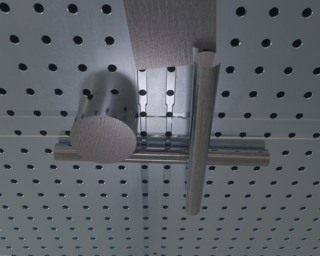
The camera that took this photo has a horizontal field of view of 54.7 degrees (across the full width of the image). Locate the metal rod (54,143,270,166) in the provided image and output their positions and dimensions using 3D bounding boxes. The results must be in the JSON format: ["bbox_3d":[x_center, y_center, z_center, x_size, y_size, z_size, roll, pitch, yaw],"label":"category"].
[{"bbox_3d":[0.004,0.039,0.444,0.302,0.025,0.025,2,130,-2],"label":"metal rod"}]

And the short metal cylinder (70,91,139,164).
[{"bbox_3d":[-0.069,0.000,0.395,0.081,0.050,0.079,0,130,0],"label":"short metal cylinder"}]

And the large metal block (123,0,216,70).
[{"bbox_3d":[0.011,-0.108,0.304,0.080,0.050,0.080,-5,130,4],"label":"large metal block"}]

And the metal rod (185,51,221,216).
[{"bbox_3d":[0.049,0.035,0.400,0.025,0.025,0.298,-2,138,1],"label":"metal rod"}]
